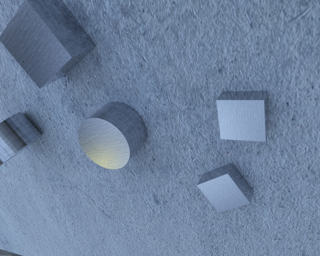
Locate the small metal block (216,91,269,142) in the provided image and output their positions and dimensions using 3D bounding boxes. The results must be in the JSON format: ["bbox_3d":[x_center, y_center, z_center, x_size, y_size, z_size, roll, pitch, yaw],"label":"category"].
[{"bbox_3d":[0.094,-0.014,0.348,0.050,0.025,0.050,3,120,26],"label":"small metal block"}]

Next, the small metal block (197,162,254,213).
[{"bbox_3d":[0.086,0.080,0.410,0.050,0.025,0.050,-31,102,37],"label":"small metal block"}]

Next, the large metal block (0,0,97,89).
[{"bbox_3d":[-0.144,-0.110,0.396,0.080,0.050,0.080,-29,103,37],"label":"large metal block"}]

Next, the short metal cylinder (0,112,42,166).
[{"bbox_3d":[-0.244,0.017,0.507,0.080,0.080,0.050,-30,102,37],"label":"short metal cylinder"}]

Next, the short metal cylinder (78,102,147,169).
[{"bbox_3d":[-0.065,0.010,0.429,0.080,0.050,0.079,13,124,20],"label":"short metal cylinder"}]
